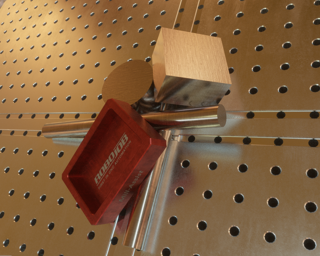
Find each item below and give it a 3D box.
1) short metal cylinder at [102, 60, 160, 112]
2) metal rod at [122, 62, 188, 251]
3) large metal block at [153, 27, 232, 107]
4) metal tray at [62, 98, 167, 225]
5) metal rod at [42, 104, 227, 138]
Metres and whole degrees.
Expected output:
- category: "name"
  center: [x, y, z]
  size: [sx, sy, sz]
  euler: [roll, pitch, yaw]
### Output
- category: "short metal cylinder"
  center: [-0.035, -0.050, 0.440]
  size: [0.080, 0.050, 0.080]
  euler: [-13, 56, 21]
- category: "metal rod"
  center: [0.005, 0.001, 0.405]
  size: [0.025, 0.025, 0.300]
  euler: [1, 62, 29]
- category: "large metal block"
  center: [0.037, -0.075, 0.394]
  size: [0.081, 0.050, 0.080]
  euler: [6, 56, -15]
- category: "metal tray"
  center: [-0.061, 0.041, 0.379]
  size: [0.090, 0.030, 0.129]
  euler: [44, 108, 33]
- category: "metal rod"
  center: [-0.057, -0.004, 0.420]
  size: [0.300, 0.025, 0.025]
  euler: [-4, 60, 34]
